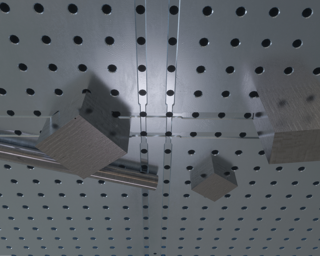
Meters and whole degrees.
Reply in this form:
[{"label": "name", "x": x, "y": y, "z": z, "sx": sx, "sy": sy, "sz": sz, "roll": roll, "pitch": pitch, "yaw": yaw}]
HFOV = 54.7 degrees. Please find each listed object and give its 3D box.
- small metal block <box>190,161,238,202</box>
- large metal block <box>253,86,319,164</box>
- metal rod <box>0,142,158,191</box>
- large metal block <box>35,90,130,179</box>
[{"label": "small metal block", "x": 0.084, "y": 0.084, "z": 0.484, "sx": 0.050, "sy": 0.025, "sz": 0.050, "roll": 31, "pitch": 124, "yaw": -24}, {"label": "large metal block", "x": 0.164, "y": -0.005, "z": 0.373, "sx": 0.080, "sy": 0.080, "sz": 0.050, "roll": -4, "pitch": 130, "yaw": 3}, {"label": "metal rod", "x": -0.150, "y": 0.051, "z": 0.453, "sx": 0.302, "sy": 0.025, "sz": 0.025, "roll": 14, "pitch": 129, "yaw": -12}, {"label": "large metal block", "x": -0.098, "y": 0.011, "z": 0.404, "sx": 0.080, "sy": 0.050, "sz": 0.080, "roll": -31, "pitch": 124, "yaw": 24}]
